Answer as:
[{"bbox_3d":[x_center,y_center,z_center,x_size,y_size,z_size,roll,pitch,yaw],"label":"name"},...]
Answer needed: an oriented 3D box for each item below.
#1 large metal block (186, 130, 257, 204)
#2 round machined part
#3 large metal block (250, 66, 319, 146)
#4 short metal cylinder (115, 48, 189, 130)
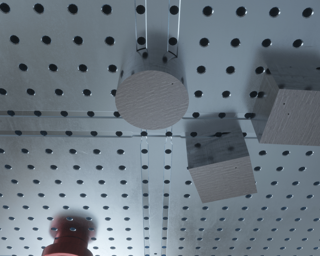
[{"bbox_3d":[0.088,0.057,0.445,0.080,0.050,0.080,-14,129,11],"label":"large metal block"},{"bbox_3d":[-0.181,0.251,0.612,0.099,0.042,0.097,0,130,0],"label":"round machined part"},{"bbox_3d":[0.164,-0.026,0.375,0.081,0.050,0.079,3,130,-3],"label":"large metal block"},{"bbox_3d":[-0.009,-0.044,0.357,0.081,0.050,0.079,0,130,0],"label":"short metal cylinder"}]
